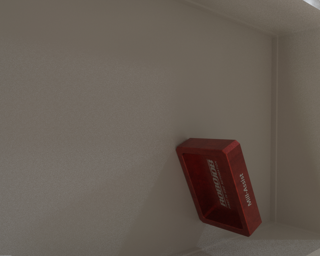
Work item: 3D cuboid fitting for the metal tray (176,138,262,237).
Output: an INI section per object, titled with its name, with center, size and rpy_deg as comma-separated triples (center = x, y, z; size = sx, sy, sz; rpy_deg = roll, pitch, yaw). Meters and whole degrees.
[metal tray]
center = 0.080, 0.079, 0.430
size = 0.030, 0.090, 0.129
rpy_deg = -31, 110, -36
